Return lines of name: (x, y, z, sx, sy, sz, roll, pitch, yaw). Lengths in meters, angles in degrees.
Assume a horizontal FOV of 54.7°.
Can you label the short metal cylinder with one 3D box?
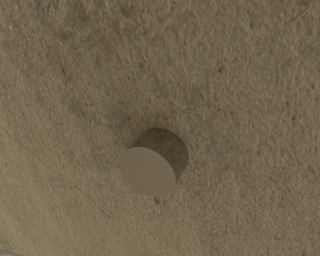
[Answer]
short metal cylinder: (-0.007, 0.047, 0.422, 0.080, 0.050, 0.079, 13, 124, 20)
